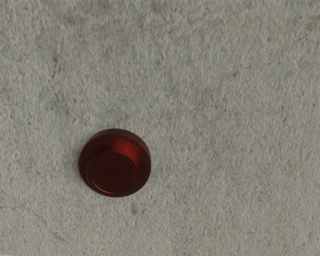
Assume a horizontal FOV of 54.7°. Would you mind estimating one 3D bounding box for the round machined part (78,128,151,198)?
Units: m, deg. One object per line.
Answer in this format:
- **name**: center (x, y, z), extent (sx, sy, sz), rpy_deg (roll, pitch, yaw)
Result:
- **round machined part**: center (-0.062, 0.053, 0.420), extent (0.099, 0.042, 0.097), rpy_deg (0, 110, -1)
